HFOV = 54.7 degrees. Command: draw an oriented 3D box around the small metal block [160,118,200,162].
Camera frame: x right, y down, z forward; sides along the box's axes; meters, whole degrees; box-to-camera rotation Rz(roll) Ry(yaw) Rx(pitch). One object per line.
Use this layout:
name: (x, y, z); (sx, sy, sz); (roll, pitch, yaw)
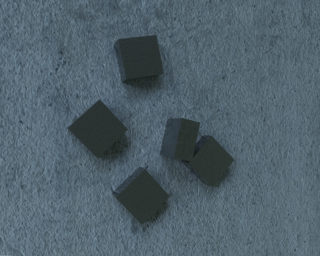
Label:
small metal block: (0.025, 0.015, 0.405); (0.025, 0.050, 0.050); (14, 85, -20)

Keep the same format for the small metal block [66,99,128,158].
small metal block: (-0.077, 0.001, 0.380); (0.050, 0.025, 0.050); (-45, 104, -14)

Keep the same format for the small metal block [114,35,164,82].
small metal block: (-0.027, -0.089, 0.399); (0.050, 0.025, 0.050); (-13, 94, -20)

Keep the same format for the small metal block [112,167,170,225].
small metal block: (-0.025, 0.086, 0.400); (0.050, 0.025, 0.050); (-44, 104, -15)

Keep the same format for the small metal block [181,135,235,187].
small metal block: (0.067, 0.046, 0.434); (0.050, 0.025, 0.050); (46, 76, -15)
